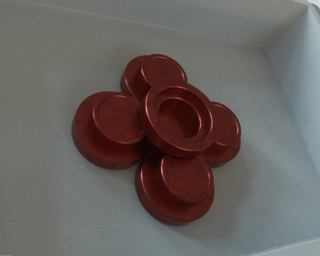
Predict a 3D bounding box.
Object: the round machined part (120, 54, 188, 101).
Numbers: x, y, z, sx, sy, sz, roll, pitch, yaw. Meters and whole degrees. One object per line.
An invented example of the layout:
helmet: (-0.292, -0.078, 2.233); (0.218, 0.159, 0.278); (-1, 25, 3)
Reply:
round machined part: (-0.001, -0.063, 0.428); (0.099, 0.042, 0.098); (14, 56, -21)

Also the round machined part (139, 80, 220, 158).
round machined part: (0.020, -0.008, 0.381); (0.099, 0.042, 0.098); (14, 56, -21)

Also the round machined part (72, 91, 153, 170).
round machined part: (-0.050, -0.003, 0.366); (0.099, 0.042, 0.098); (14, 56, -21)

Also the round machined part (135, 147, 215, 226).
round machined part: (0.024, 0.061, 0.367); (0.099, 0.042, 0.098); (15, 54, -21)

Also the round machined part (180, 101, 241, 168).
round machined part: (0.072, 0.002, 0.429); (0.099, 0.042, 0.098); (14, 56, -21)
